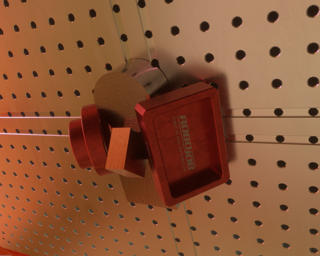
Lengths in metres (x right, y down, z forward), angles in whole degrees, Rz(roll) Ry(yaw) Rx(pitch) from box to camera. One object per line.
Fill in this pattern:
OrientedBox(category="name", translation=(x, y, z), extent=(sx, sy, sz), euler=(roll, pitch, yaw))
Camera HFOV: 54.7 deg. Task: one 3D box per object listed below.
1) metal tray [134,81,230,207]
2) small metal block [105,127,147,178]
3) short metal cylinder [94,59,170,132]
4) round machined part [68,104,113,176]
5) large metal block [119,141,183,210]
OrientedBox(category="metal tray", translation=(0.030, 0.020, 0.368), extent=(0.030, 0.091, 0.129), euler=(-137, 31, -60))
OrientedBox(category="small metal block", translation=(-0.038, 0.031, 0.380), extent=(0.025, 0.050, 0.050), euler=(-2, 160, 26))
OrientedBox(category="short metal cylinder", translation=(-0.034, -0.040, 0.387), extent=(0.080, 0.050, 0.079), euler=(13, 124, 21))
OrientedBox(category="round machined part", translation=(-0.091, 0.018, 0.418), extent=(0.042, 0.098, 0.097), euler=(-14, 116, -2))
OrientedBox(category="large metal block", translation=(-0.009, 0.063, 0.438), extent=(0.080, 0.050, 0.080), euler=(2, 120, 27))
